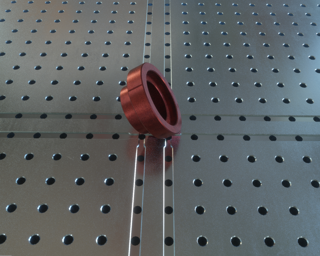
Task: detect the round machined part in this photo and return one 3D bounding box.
[{"bbox_3d":[-0.014,-0.031,0.397,0.042,0.098,0.098,-23,46,22],"label":"round machined part"}]
